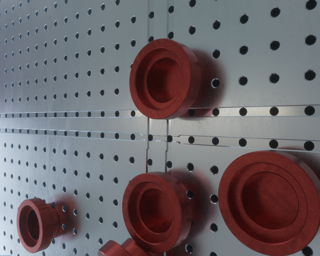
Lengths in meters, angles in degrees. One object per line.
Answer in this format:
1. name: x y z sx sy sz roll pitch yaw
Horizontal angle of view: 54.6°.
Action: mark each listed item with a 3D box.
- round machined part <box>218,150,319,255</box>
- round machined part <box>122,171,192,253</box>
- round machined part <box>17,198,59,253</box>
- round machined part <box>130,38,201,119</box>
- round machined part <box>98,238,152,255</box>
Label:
1. round machined part: 0.111 0.070 0.307 0.098 0.042 0.097 0 90 40
2. round machined part: 0.001 0.105 0.399 0.098 0.042 0.097 0 90 39
3. round machined part: -0.229 0.181 0.590 0.098 0.042 0.097 0 90 40
4. round machined part: 0.011 -0.059 0.391 0.098 0.042 0.097 0 90 40
5. round machined part: -0.034 0.185 0.408 0.098 0.042 0.097 35 146 28
